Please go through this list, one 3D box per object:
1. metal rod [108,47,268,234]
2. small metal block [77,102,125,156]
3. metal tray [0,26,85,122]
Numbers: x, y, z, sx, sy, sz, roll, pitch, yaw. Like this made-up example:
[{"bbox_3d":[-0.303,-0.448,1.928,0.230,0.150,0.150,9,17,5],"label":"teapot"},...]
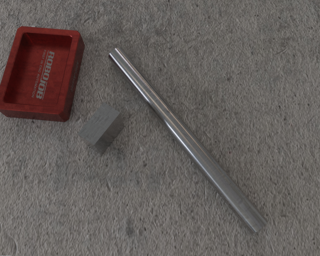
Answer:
[{"bbox_3d":[0.027,0.005,0.406,0.025,0.025,0.300,-36,74,-12],"label":"metal rod"},{"bbox_3d":[-0.073,0.002,0.393,0.025,0.050,0.050,33,73,11],"label":"small metal block"},{"bbox_3d":[-0.163,-0.077,0.432,0.091,0.030,0.130,5,70,2],"label":"metal tray"}]
